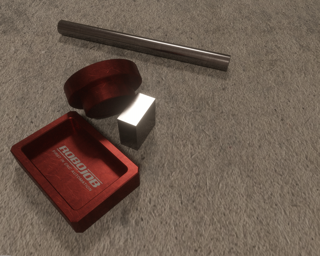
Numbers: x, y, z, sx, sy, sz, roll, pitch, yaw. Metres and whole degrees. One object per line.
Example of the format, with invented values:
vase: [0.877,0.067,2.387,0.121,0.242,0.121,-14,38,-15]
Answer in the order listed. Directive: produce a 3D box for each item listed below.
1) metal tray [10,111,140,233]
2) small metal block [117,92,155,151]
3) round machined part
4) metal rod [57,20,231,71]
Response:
metal tray: [-0.098,0.044,0.361,0.091,0.030,0.130,-37,60,-27]
small metal block: [-0.028,-0.008,0.393,0.025,0.050,0.050,21,53,16]
round machined part: [-0.069,-0.045,0.399,0.099,0.098,0.042,-19,78,-15]
metal rod: [-0.033,-0.141,0.521,0.301,0.025,0.025,15,52,12]
